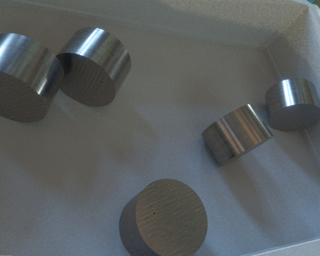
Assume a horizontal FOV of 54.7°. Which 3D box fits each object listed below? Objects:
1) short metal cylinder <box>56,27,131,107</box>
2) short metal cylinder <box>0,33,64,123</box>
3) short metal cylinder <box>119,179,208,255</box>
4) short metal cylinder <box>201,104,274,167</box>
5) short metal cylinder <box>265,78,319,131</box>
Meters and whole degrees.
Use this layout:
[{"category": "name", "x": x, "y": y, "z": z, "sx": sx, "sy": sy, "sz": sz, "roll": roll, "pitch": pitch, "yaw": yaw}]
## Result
[{"category": "short metal cylinder", "x": -0.081, "y": -0.071, "z": 0.370, "sx": 0.080, "sy": 0.080, "sz": 0.050, "roll": 29, "pitch": 52, "yaw": -10}, {"category": "short metal cylinder", "x": -0.148, "y": -0.050, "z": 0.321, "sx": 0.080, "sy": 0.080, "sz": 0.050, "roll": 22, "pitch": 54, "yaw": -15}, {"category": "short metal cylinder", "x": 0.003, "y": 0.100, "z": 0.330, "sx": 0.081, "sy": 0.050, "sz": 0.080, "roll": 14, "pitch": 56, "yaw": -21}, {"category": "short metal cylinder", "x": 0.103, "y": 0.011, "z": 0.419, "sx": 0.081, "sy": 0.080, "sz": 0.050, "roll": -19, "pitch": 72, "yaw": -35}, {"category": "short metal cylinder", "x": 0.218, "y": -0.036, "z": 0.509, "sx": 0.081, "sy": 0.080, "sz": 0.050, "roll": 15, "pitch": 56, "yaw": -20}]
